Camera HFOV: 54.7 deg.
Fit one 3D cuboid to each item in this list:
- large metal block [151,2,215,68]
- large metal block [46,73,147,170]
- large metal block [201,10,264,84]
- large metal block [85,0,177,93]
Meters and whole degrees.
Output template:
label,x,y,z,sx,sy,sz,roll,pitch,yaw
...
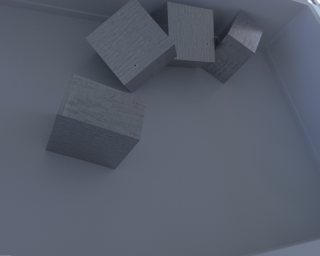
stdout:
label,x,y,z,sx,sy,sz,roll,pitch,yaw
large metal block,0.035,-0.137,0.472,0.081,0.050,0.080,-2,91,-29
large metal block,-0.070,-0.003,0.334,0.081,0.080,0.050,19,55,-17
large metal block,0.120,-0.134,0.517,0.050,0.080,0.080,34,51,-6
large metal block,-0.035,-0.107,0.410,0.080,0.050,0.080,-39,83,2
